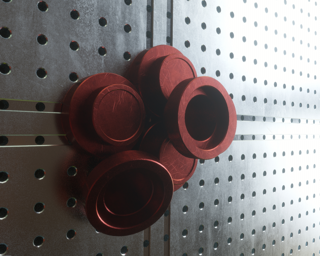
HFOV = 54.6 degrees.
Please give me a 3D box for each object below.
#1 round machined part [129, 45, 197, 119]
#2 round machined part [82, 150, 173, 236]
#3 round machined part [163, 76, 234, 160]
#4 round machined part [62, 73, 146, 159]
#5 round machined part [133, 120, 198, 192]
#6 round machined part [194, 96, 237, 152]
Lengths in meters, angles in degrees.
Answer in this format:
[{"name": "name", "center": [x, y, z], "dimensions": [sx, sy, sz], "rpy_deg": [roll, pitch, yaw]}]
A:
[{"name": "round machined part", "center": [0.012, -0.060, 0.407], "dimensions": [0.099, 0.042, 0.097], "rpy_deg": [0, 90, -40]}, {"name": "round machined part", "center": [-0.038, 0.068, 0.348], "dimensions": [0.099, 0.042, 0.097], "rpy_deg": [-10, 116, -21]}, {"name": "round machined part", "center": [0.043, -0.012, 0.377], "dimensions": [0.099, 0.042, 0.097], "rpy_deg": [0, 90, -40]}, {"name": "round machined part", "center": [-0.055, -0.014, 0.351], "dimensions": [0.099, 0.042, 0.097], "rpy_deg": [0, 90, -40]}, {"name": "round machined part", "center": [0.012, 0.038, 0.406], "dimensions": [0.099, 0.042, 0.097], "rpy_deg": [0, 90, -40]}, {"name": "round machined part", "center": [0.065, -0.011, 0.450], "dimensions": [0.099, 0.042, 0.097], "rpy_deg": [0, 90, -40]}]
